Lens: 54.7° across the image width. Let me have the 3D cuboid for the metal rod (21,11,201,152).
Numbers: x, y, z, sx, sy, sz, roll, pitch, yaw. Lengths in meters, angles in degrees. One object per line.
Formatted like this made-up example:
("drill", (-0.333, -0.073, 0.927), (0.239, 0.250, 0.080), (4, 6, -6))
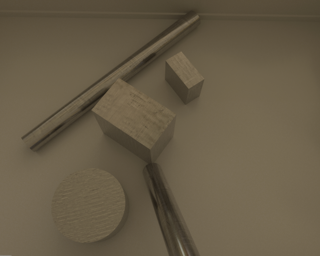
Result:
("metal rod", (-0.059, -0.073, 0.435), (0.301, 0.025, 0.025), (-40, 75, -14))

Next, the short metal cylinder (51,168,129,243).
("short metal cylinder", (-0.078, 0.091, 0.362), (0.081, 0.050, 0.080), (0, 70, 0))

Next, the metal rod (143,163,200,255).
("metal rod", (0.022, 0.111, 0.258), (0.025, 0.300, 0.025), (-5, 113, -11))

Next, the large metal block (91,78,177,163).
("large metal block", (-0.029, -0.004, 0.382), (0.080, 0.080, 0.050), (33, 73, 11))

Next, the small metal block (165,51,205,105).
("small metal block", (0.032, -0.067, 0.421), (0.025, 0.050, 0.050), (-33, 74, -11))
